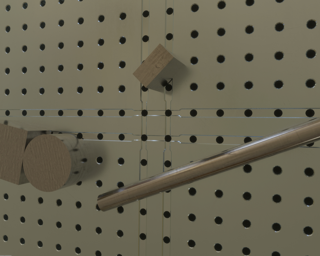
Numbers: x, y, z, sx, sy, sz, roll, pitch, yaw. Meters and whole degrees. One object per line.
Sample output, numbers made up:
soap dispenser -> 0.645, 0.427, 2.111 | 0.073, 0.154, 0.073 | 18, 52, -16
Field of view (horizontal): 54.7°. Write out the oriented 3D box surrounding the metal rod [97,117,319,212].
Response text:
metal rod -> 0.051, 0.053, 0.393 | 0.300, 0.025, 0.025 | -22, 83, 18

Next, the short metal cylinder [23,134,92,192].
short metal cylinder -> -0.148, 0.048, 0.450 | 0.080, 0.050, 0.079 | 0, 90, 19

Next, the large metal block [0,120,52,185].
large metal block -> -0.223, 0.034, 0.476 | 0.080, 0.050, 0.079 | 13, 94, 19

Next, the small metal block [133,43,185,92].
small metal block -> 0.000, -0.076, 0.399 | 0.050, 0.050, 0.025 | -46, 76, 14
